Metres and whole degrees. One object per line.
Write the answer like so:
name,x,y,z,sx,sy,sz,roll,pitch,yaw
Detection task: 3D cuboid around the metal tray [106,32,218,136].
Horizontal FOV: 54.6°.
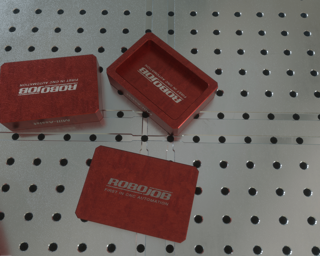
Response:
metal tray,0.002,-0.063,0.432,0.130,0.030,0.090,41,75,13

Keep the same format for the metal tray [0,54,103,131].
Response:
metal tray,-0.149,-0.050,0.427,0.131,0.030,0.090,-6,70,-3

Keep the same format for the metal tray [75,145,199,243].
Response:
metal tray,-0.025,0.080,0.380,0.131,0.030,0.090,12,70,4
